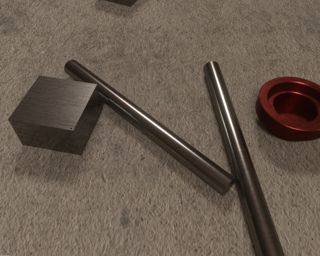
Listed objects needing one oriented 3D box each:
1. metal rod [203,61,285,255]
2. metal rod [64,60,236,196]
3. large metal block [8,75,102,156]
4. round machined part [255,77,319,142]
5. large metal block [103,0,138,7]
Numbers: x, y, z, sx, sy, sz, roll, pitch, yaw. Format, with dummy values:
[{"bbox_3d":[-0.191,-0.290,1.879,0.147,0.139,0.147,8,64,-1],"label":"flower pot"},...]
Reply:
[{"bbox_3d":[0.094,0.020,0.387,0.025,0.025,0.300,-4,50,-4],"label":"metal rod"},{"bbox_3d":[-0.030,-0.014,0.414,0.300,0.025,0.025,37,59,26],"label":"metal rod"},{"bbox_3d":[-0.129,-0.018,0.400,0.080,0.050,0.080,10,51,7],"label":"large metal block"},{"bbox_3d":[0.177,-0.021,0.412,0.099,0.042,0.098,0,50,0],"label":"round machined part"},{"bbox_3d":[-0.079,-0.300,0.638,0.080,0.050,0.080,20,53,15],"label":"large metal block"}]
